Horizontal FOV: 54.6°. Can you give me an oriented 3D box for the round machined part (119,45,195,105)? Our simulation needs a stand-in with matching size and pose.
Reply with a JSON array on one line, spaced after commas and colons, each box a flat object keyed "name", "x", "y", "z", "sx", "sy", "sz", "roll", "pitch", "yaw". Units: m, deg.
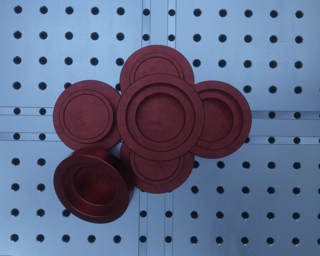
[{"name": "round machined part", "x": -0.004, "y": -0.060, "z": 0.405, "sx": 0.099, "sy": 0.042, "sz": 0.097, "roll": 0, "pitch": 90, "yaw": 0}]

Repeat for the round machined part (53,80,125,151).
[{"name": "round machined part", "x": -0.091, "y": -0.014, "z": 0.404, "sx": 0.099, "sy": 0.042, "sz": 0.097, "roll": 0, "pitch": 90, "yaw": 0}]

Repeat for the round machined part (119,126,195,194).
[{"name": "round machined part", "x": -0.004, "y": 0.038, "z": 0.404, "sx": 0.099, "sy": 0.042, "sz": 0.097, "roll": 0, "pitch": 90, "yaw": 0}]

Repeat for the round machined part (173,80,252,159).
[{"name": "round machined part", "x": 0.065, "y": -0.011, "z": 0.405, "sx": 0.099, "sy": 0.042, "sz": 0.097, "roll": 0, "pitch": 90, "yaw": 0}]

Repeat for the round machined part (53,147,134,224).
[{"name": "round machined part", "x": -0.079, "y": 0.068, "z": 0.391, "sx": 0.098, "sy": 0.042, "sz": 0.097, "roll": 5, "pitch": 113, "yaw": 13}]

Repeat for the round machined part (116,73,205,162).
[{"name": "round machined part", "x": 0.001, "y": -0.012, "z": 0.362, "sx": 0.099, "sy": 0.042, "sz": 0.097, "roll": 0, "pitch": 90, "yaw": 0}]
